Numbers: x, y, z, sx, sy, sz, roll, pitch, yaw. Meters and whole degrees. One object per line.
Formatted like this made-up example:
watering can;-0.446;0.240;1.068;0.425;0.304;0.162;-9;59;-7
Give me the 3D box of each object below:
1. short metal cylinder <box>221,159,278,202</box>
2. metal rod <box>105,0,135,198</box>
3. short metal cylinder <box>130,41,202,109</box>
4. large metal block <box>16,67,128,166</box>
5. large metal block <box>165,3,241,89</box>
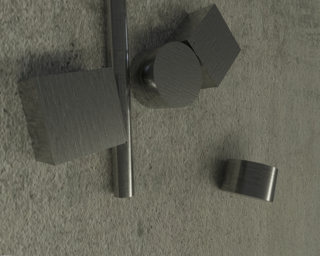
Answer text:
short metal cylinder;0.140;0.082;0.486;0.080;0.080;0.050;22;76;-38
metal rod;-0.048;-0.069;0.363;0.025;0.025;0.298;-4;93;-40
short metal cylinder;0.008;-0.065;0.394;0.081;0.050;0.080;0;91;-40
large metal block;-0.087;-0.014;0.315;0.081;0.050;0.079;-18;101;-39
large metal block;0.060;-0.112;0.438;0.080;0.050;0.080;50;60;-29
